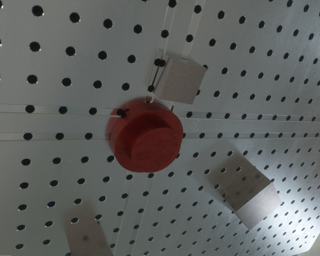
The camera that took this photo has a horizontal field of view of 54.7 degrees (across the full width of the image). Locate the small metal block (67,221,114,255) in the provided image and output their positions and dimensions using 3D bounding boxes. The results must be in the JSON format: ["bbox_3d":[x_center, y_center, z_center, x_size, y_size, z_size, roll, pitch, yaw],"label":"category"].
[{"bbox_3d":[-0.101,0.171,0.447,0.050,0.050,0.025,-25,128,-13],"label":"small metal block"}]

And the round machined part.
[{"bbox_3d":[-0.012,0.020,0.407,0.099,0.042,0.097,-14,125,-21],"label":"round machined part"}]

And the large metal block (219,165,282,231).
[{"bbox_3d":[0.168,0.129,0.570,0.080,0.050,0.080,-39,130,-2],"label":"large metal block"}]

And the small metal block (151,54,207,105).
[{"bbox_3d":[0.024,-0.060,0.389,0.050,0.025,0.050,7,115,-32],"label":"small metal block"}]
